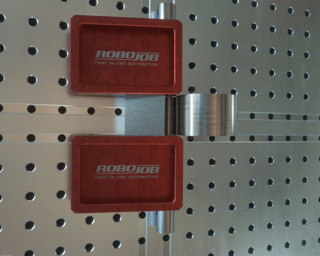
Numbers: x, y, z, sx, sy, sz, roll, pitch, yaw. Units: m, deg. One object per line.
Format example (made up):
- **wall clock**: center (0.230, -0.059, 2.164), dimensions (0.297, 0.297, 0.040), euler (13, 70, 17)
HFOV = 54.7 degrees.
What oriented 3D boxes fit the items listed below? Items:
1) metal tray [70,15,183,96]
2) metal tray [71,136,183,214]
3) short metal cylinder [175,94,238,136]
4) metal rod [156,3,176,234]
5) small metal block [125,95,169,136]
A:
- **metal tray**: center (-0.040, -0.085, 0.377), dimensions (0.131, 0.030, 0.089), euler (0, 90, -8)
- **metal tray**: center (-0.039, 0.054, 0.377), dimensions (0.131, 0.030, 0.089), euler (0, 90, -8)
- **short metal cylinder**: center (0.060, -0.016, 0.402), dimensions (0.081, 0.080, 0.050), euler (0, 90, -20)
- **metal rod**: center (0.008, -0.013, 0.411), dimensions (0.025, 0.025, 0.298), euler (0, 90, -20)
- **small metal block**: center (-0.016, -0.016, 0.392), dimensions (0.050, 0.025, 0.050), euler (1, 90, 11)
